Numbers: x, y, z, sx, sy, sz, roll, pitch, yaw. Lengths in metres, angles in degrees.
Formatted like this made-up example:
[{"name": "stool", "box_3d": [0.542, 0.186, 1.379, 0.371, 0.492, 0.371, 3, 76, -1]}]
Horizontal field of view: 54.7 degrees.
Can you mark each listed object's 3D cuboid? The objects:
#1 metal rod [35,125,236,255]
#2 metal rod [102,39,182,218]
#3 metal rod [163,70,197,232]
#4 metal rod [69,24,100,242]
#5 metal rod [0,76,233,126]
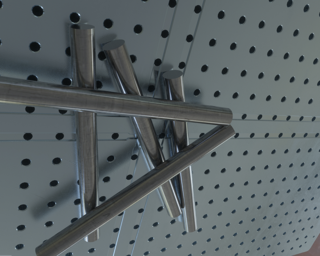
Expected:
[{"name": "metal rod", "box_3d": [-0.027, 0.082, 0.416, 0.301, 0.025, 0.025, -33, 129, -7]}, {"name": "metal rod", "box_3d": [-0.012, 0.024, 0.420, 0.025, 0.025, 0.299, -27, 128, -12]}, {"name": "metal rod", "box_3d": [0.035, 0.055, 0.466, 0.025, 0.025, 0.298, -21, 127, -16]}, {"name": "metal rod", "box_3d": [-0.089, 0.028, 0.380, 0.025, 0.025, 0.298, -9, 123, -24]}, {"name": "metal rod", "box_3d": [-0.039, -0.026, 0.343, 0.302, 0.025, 0.025, 5, 116, -31]}]
